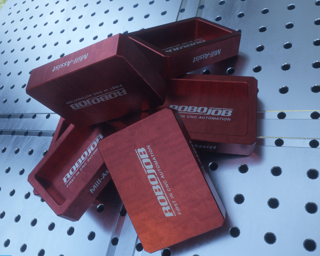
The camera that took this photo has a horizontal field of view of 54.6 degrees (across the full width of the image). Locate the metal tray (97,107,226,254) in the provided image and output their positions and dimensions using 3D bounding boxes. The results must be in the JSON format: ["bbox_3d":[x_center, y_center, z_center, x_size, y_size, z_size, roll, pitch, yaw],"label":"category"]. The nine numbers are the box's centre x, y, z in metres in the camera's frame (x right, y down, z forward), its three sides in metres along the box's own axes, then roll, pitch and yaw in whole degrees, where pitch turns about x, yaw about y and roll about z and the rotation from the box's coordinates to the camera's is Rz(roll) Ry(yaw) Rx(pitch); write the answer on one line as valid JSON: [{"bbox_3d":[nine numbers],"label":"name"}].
[{"bbox_3d":[0.001,0.054,0.329,0.090,0.030,0.130,-26,86,12],"label":"metal tray"}]

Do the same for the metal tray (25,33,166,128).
[{"bbox_3d":[-0.070,-0.046,0.349,0.130,0.090,0.030,-14,56,26],"label":"metal tray"}]

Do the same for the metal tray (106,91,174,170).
[{"bbox_3d":[-0.022,-0.007,0.422,0.090,0.030,0.130,-3,58,24],"label":"metal tray"}]

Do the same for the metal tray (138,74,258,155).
[{"bbox_3d":[0.046,-0.020,0.370,0.130,0.030,0.090,4,63,11],"label":"metal tray"}]

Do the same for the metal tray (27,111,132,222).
[{"bbox_3d":[-0.098,0.039,0.394,0.090,0.030,0.130,30,78,38],"label":"metal tray"}]

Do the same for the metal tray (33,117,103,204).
[{"bbox_3d":[-0.118,0.039,0.445,0.090,0.030,0.130,-4,59,25],"label":"metal tray"}]

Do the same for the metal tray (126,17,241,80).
[{"bbox_3d":[0.032,-0.112,0.415,0.131,0.030,0.090,-24,44,-29],"label":"metal tray"}]

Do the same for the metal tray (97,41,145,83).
[{"bbox_3d":[-0.064,-0.084,0.469,0.090,0.030,0.130,-38,35,2],"label":"metal tray"}]
